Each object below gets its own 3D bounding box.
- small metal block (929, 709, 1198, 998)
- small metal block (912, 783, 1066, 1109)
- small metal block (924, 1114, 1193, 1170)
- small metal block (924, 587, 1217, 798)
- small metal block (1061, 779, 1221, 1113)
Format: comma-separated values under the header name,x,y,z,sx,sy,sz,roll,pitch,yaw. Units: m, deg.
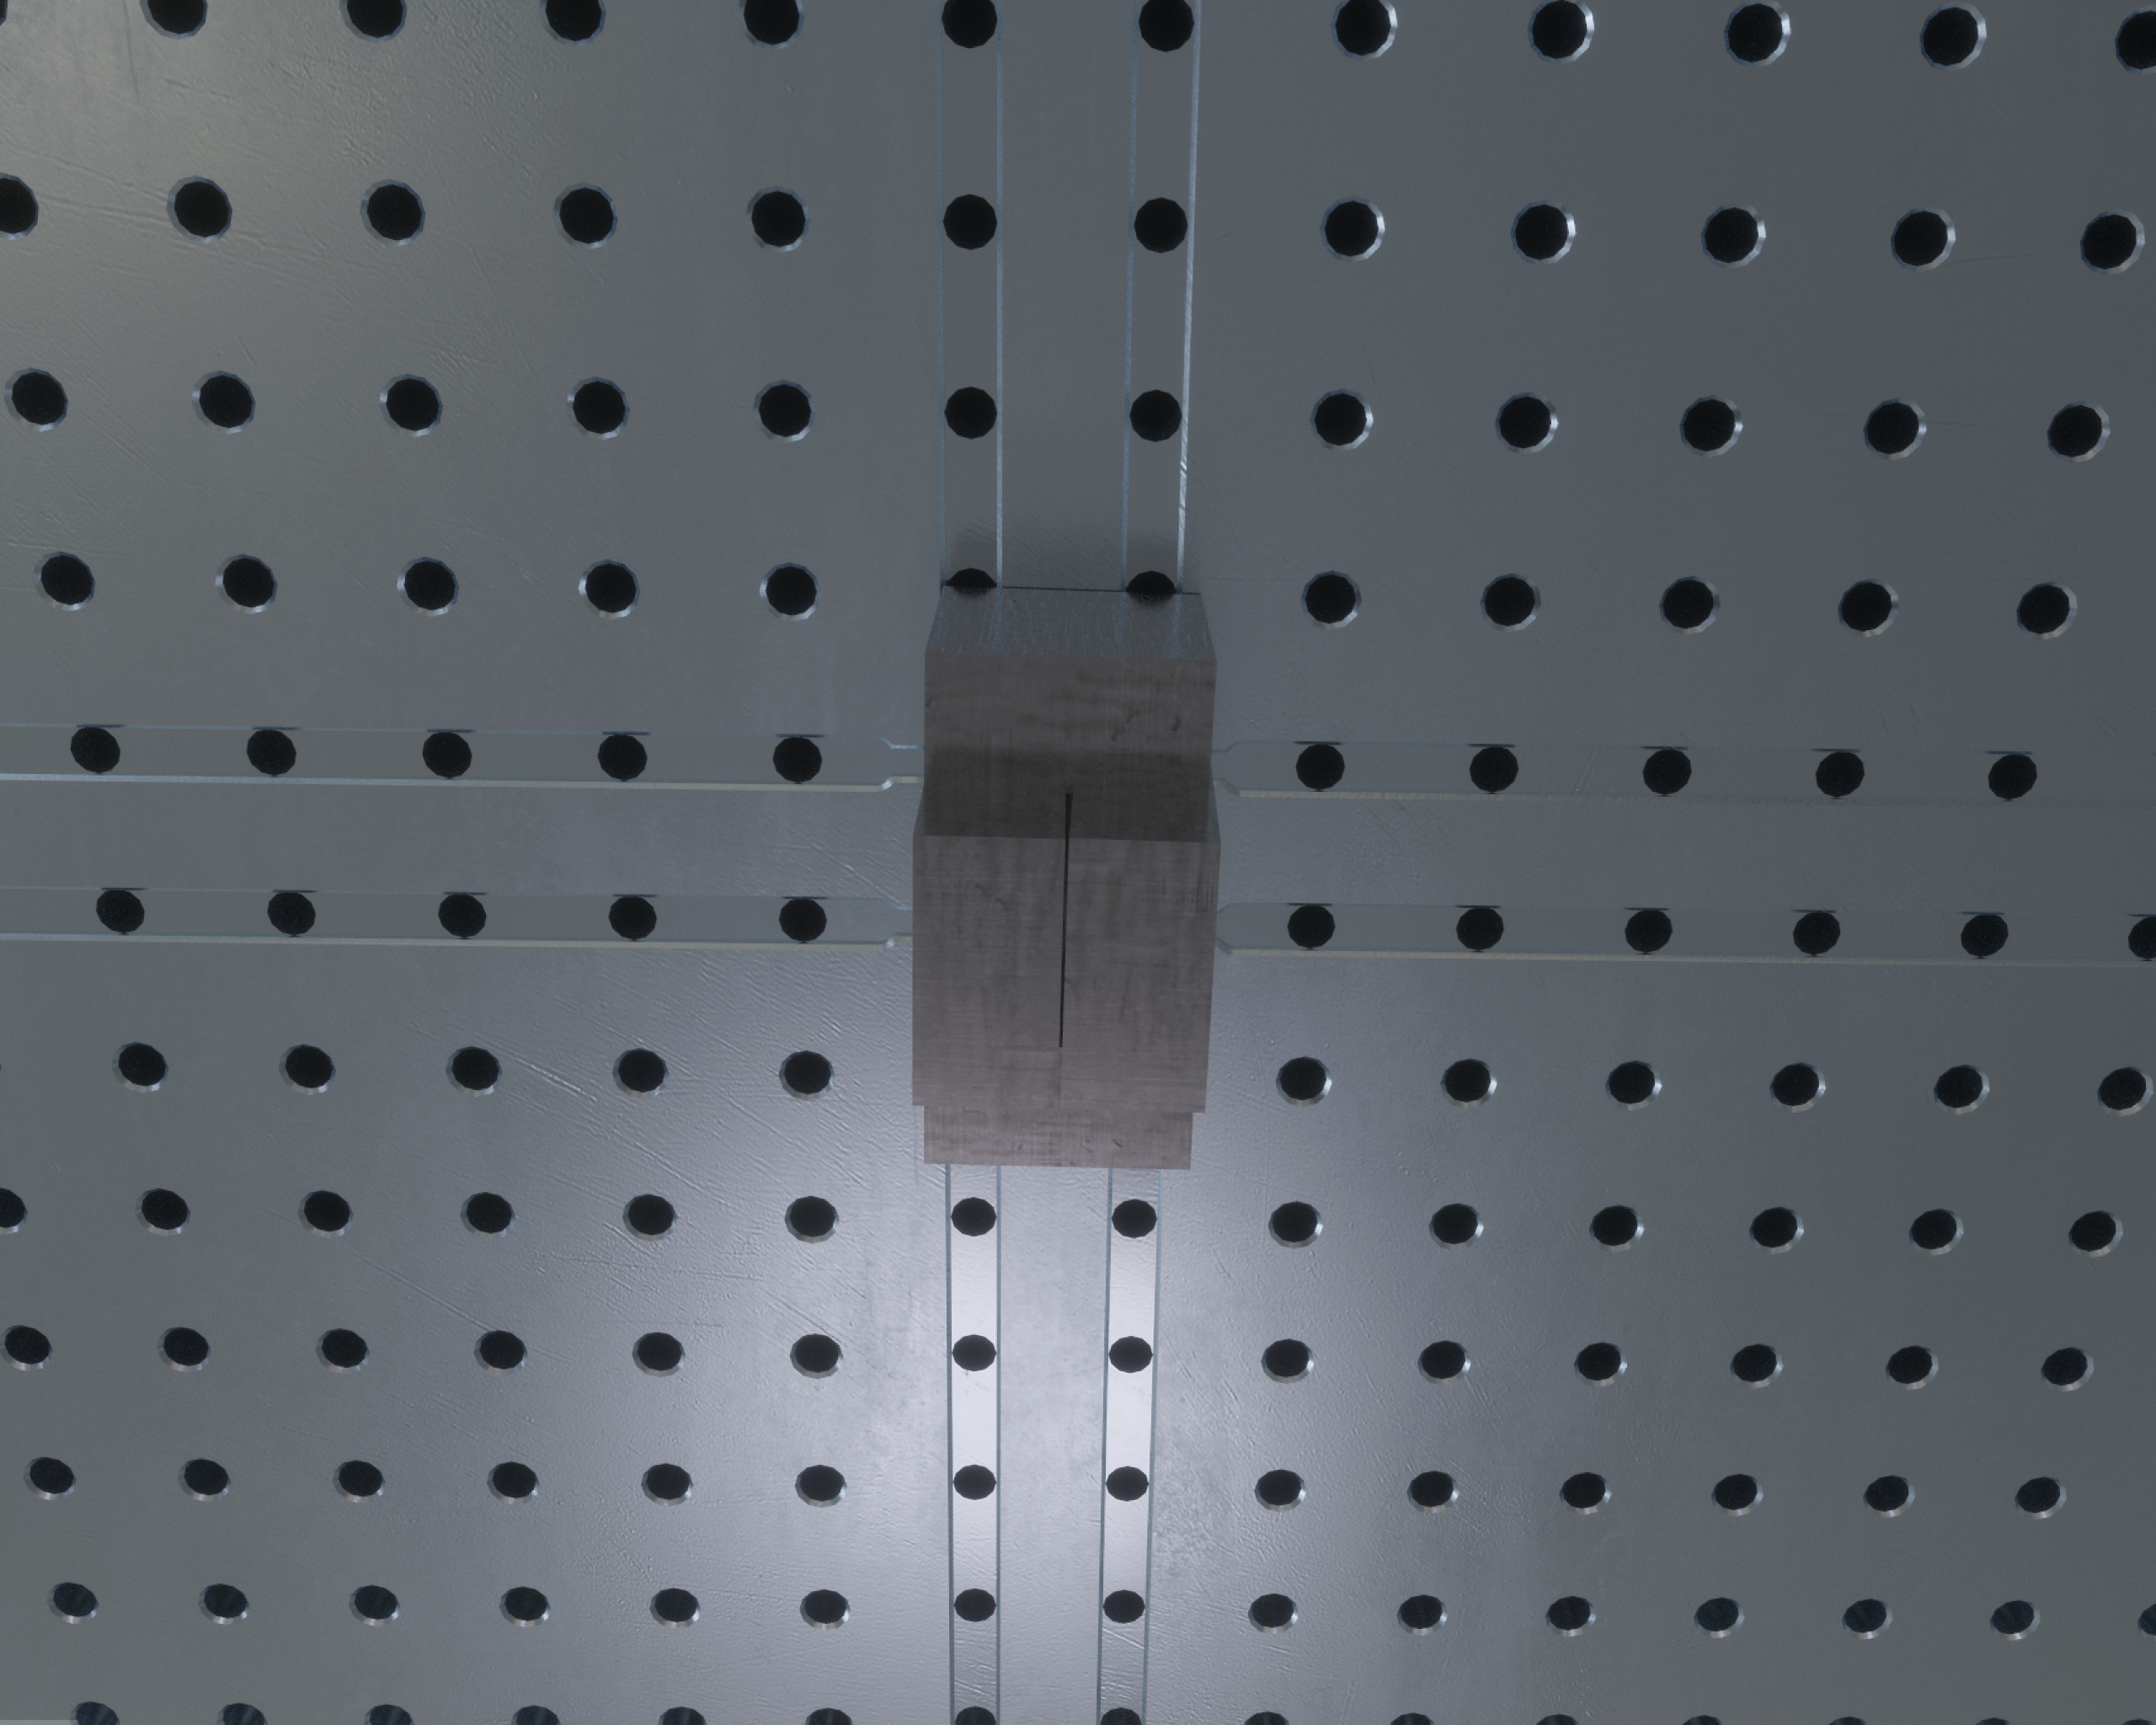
name,x,y,z,sx,sy,sz,roll,pitch,yaw
small metal block,-0.003,-0.002,0.412,0.050,0.025,0.050,2,110,0
small metal block,-0.015,0.010,0.377,0.025,0.050,0.050,2,110,-1
small metal block,-0.003,0.037,0.413,0.050,0.050,0.025,2,110,-1
small metal block,-0.002,-0.033,0.387,0.050,0.050,0.025,2,110,-1
small metal block,0.011,0.011,0.377,0.025,0.050,0.050,2,110,0
